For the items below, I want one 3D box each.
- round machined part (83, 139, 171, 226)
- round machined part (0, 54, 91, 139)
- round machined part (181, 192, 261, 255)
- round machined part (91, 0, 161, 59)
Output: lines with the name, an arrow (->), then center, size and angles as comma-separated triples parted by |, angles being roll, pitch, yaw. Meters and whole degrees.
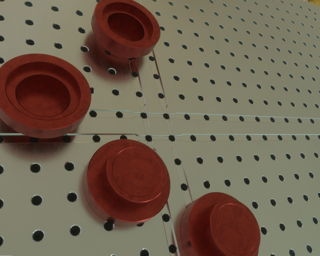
round machined part -> -0.032, 0.056, 0.346 | 0.099, 0.042, 0.098 | 13, 56, -21
round machined part -> -0.131, -0.031, 0.346 | 0.099, 0.042, 0.098 | 13, 56, -21
round machined part -> 0.077, 0.122, 0.364 | 0.099, 0.042, 0.098 | 13, 56, -21
round machined part -> -0.052, -0.141, 0.455 | 0.099, 0.042, 0.098 | 13, 56, -21
